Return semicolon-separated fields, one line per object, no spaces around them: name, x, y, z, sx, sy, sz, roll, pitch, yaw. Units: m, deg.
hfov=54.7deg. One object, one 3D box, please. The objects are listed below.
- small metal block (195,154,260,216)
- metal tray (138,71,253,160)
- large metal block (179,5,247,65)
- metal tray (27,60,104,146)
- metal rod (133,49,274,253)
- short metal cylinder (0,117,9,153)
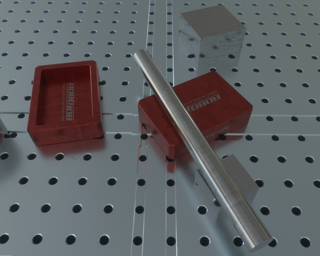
small metal block;0.075;0.064;0.354;0.050;0.025;0.050;-20;53;-17
metal tray;0.047;-0.022;0.423;0.131;0.030;0.090;-24;54;-19
large metal block;0.086;-0.160;0.527;0.081;0.050;0.080;-17;52;-14
metal tray;-0.130;-0.040;0.436;0.091;0.030;0.130;-8;50;-7
metal rod;0.032;0.000;0.367;0.025;0.025;0.300;-18;53;-15
short metal cylinder;-0.241;0.003;0.387;0.080;0.050;0.080;0;50;0
